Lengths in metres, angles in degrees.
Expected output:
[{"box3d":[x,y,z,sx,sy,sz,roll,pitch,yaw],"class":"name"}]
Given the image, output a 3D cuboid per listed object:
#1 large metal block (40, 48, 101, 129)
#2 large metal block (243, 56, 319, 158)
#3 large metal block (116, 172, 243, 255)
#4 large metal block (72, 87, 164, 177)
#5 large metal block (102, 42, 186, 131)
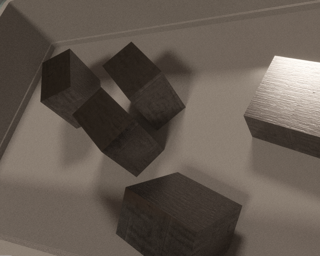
[{"box3d":[-0.133,-0.058,0.474,0.050,0.080,0.080,-23,53,14],"class":"large metal block"},{"box3d":[0.147,-0.023,0.326,0.080,0.050,0.080,20,72,35],"class":"large metal block"},{"box3d":[0.019,0.088,0.297,0.080,0.081,0.050,23,108,36],"class":"large metal block"},{"box3d":[-0.052,0.006,0.392,0.050,0.080,0.080,-45,51,-3],"class":"large metal block"},{"box3d":[-0.021,-0.055,0.414,0.050,0.080,0.080,-40,51,1],"class":"large metal block"}]
